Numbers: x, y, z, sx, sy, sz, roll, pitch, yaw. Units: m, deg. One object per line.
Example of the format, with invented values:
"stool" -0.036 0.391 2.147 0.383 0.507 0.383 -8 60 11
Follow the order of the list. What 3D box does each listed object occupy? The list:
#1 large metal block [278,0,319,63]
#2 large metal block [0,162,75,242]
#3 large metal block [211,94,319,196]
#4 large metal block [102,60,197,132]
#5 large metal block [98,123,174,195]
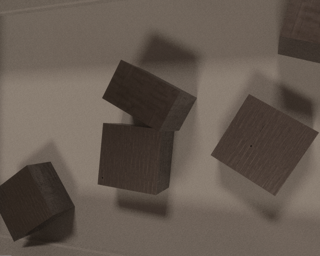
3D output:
"large metal block" 0.172 -0.101 0.321 0.080 0.080 0.050 19 96 18
"large metal block" -0.189 0.107 0.462 0.080 0.050 0.080 -35 79 16
"large metal block" 0.118 0.017 0.356 0.080 0.050 0.080 33 100 16
"large metal block" -0.009 -0.037 0.384 0.080 0.080 0.050 31 100 17
"large metal block" -0.030 0.037 0.407 0.080 0.050 0.079 6 92 19
